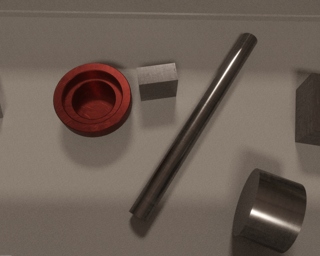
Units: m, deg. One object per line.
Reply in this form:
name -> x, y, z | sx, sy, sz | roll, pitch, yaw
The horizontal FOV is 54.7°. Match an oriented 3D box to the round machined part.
round machined part -> -0.086, -0.033, 0.412 | 0.099, 0.042, 0.098 | 0, 70, -1

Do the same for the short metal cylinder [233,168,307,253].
short metal cylinder -> 0.121, 0.092, 0.349 | 0.050, 0.080, 0.080 | 20, 71, 7

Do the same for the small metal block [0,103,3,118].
small metal block -> -0.248, -0.032, 0.418 | 0.050, 0.025, 0.050 | -19, 71, -7

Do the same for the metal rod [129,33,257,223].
metal rod -> 0.053, -0.013, 0.414 | 0.025, 0.025, 0.300 | 31, 72, 10

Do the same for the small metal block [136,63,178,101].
small metal block -> -0.004, -0.061, 0.419 | 0.050, 0.050, 0.025 | -8, 71, -3

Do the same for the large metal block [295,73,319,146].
large metal block -> 0.229, -0.020, 0.407 | 0.080, 0.050, 0.080 | 9, 70, 3
